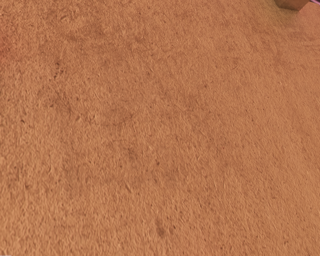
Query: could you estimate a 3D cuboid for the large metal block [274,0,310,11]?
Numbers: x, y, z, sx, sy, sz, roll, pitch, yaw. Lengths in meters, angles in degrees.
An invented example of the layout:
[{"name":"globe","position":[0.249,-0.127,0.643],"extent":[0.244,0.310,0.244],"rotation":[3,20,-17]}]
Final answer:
[{"name":"large metal block","position":[0.321,-0.343,0.769],"extent":[0.081,0.050,0.080],"rotation":[-6,65,-31]}]
